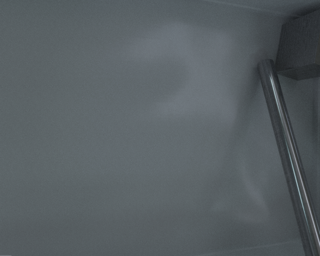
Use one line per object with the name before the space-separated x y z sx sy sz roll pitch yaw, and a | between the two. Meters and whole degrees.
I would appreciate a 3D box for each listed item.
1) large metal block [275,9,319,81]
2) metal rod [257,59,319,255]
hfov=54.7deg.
large metal block | 0.226 -0.122 0.467 0.050 0.080 0.080 13 86 -20
metal rod | 0.175 0.039 0.417 0.025 0.025 0.299 3 66 -20
